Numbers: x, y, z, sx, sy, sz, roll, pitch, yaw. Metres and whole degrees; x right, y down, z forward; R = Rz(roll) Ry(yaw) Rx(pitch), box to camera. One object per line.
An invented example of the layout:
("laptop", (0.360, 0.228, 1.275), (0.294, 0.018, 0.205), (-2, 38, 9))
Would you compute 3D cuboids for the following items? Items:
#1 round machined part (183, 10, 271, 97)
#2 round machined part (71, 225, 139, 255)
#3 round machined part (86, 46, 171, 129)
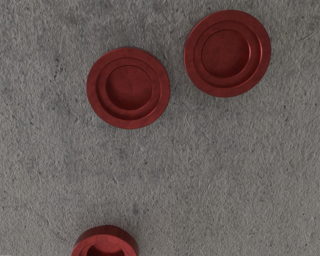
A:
("round machined part", (0.076, -0.089, 0.369), (0.099, 0.042, 0.097), (0, 110, 0))
("round machined part", (-0.080, 0.188, 0.469), (0.099, 0.042, 0.097), (0, 110, 0))
("round machined part", (-0.037, -0.051, 0.381), (0.099, 0.042, 0.097), (0, 110, 0))
